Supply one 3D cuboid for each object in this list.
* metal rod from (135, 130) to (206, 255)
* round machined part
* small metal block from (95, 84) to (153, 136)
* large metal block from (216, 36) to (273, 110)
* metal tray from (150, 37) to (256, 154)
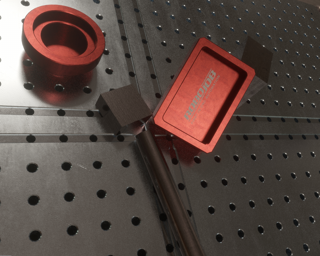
[{"bbox_3d":[0.036,0.138,0.344,0.025,0.025,0.299,-11,67,-33],"label":"metal rod"},{"bbox_3d":[-0.124,-0.106,0.396,0.099,0.042,0.098,14,56,-21],"label":"round machined part"},{"bbox_3d":[-0.046,-0.024,0.399,0.050,0.025,0.050,-25,75,-37],"label":"small metal block"},{"bbox_3d":[0.129,-0.086,0.496,0.050,0.080,0.080,33,50,-9],"label":"large metal block"},{"bbox_3d":[0.057,-0.043,0.417,0.090,0.030,0.130,30,88,-10],"label":"metal tray"}]
